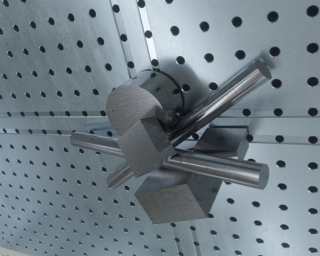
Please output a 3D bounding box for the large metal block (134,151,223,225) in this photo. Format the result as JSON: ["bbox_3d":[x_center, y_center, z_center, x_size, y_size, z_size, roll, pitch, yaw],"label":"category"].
[{"bbox_3d":[0.027,0.074,0.401,0.080,0.080,0.050,-19,108,35],"label":"large metal block"}]

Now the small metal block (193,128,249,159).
[{"bbox_3d":[0.073,0.023,0.366,0.050,0.050,0.025,1,119,29],"label":"small metal block"}]

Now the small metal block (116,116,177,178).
[{"bbox_3d":[-0.017,0.022,0.353,0.050,0.025,0.050,-41,73,39],"label":"small metal block"}]

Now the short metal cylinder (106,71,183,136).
[{"bbox_3d":[-0.019,-0.025,0.385,0.080,0.050,0.079,13,123,21],"label":"short metal cylinder"}]

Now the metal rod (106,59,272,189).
[{"bbox_3d":[0.015,0.014,0.408,0.025,0.025,0.299,47,129,-5],"label":"metal rod"}]

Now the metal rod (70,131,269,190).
[{"bbox_3d":[-0.016,0.032,0.389,0.300,0.025,0.025,7,123,40],"label":"metal rod"}]
